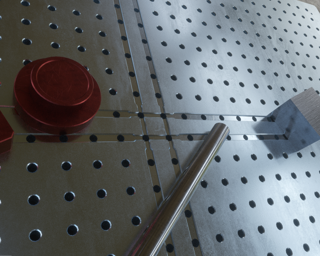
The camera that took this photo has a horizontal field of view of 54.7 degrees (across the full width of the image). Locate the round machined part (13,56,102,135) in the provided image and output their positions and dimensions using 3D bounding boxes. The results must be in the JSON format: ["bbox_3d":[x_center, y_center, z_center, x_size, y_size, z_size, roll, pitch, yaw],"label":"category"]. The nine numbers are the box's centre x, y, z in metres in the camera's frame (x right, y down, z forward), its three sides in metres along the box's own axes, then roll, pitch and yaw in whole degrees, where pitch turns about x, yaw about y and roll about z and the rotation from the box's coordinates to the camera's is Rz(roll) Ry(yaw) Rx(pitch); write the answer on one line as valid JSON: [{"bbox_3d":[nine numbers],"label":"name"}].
[{"bbox_3d":[-0.117,-0.044,0.362,0.099,0.042,0.098,14,56,-21],"label":"round machined part"}]

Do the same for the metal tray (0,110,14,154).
[{"bbox_3d":[-0.217,-0.020,0.300,0.091,0.030,0.130,-29,78,-38],"label":"metal tray"}]

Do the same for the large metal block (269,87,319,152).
[{"bbox_3d":[0.254,-0.017,0.543,0.081,0.050,0.080,-24,75,-37],"label":"large metal block"}]

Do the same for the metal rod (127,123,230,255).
[{"bbox_3d":[0.016,0.091,0.362,0.025,0.025,0.301,41,51,-1],"label":"metal rod"}]
